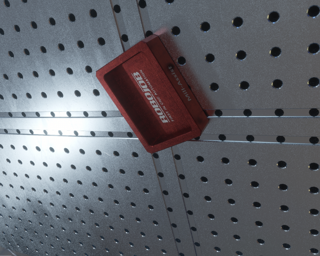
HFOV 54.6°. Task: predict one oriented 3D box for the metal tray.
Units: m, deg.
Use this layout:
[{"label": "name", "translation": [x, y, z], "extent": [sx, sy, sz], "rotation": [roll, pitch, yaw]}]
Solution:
[{"label": "metal tray", "translation": [-0.010, -0.037, 0.390], "extent": [0.090, 0.030, 0.130], "rotation": [-23, 106, 36]}]
